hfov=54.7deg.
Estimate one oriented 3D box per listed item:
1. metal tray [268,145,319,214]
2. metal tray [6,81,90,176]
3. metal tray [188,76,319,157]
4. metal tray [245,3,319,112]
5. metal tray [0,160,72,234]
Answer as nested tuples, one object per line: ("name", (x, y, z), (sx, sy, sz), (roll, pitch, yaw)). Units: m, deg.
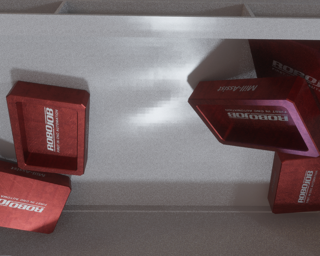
("metal tray", (0.221, 0.080, 0.476), (0.090, 0.030, 0.129), (-6, 130, 4))
("metal tray", (-0.142, 0.006, 0.408), (0.091, 0.030, 0.129), (8, 130, -7))
("metal tray", (0.105, -0.013, 0.346), (0.130, 0.030, 0.090), (6, 146, 49))
("metal tray", (0.145, -0.054, 0.285), (0.030, 0.130, 0.090), (-46, 142, -6))
("metal tray", (-0.210, 0.103, 0.460), (0.131, 0.030, 0.089), (19, 105, -24))
